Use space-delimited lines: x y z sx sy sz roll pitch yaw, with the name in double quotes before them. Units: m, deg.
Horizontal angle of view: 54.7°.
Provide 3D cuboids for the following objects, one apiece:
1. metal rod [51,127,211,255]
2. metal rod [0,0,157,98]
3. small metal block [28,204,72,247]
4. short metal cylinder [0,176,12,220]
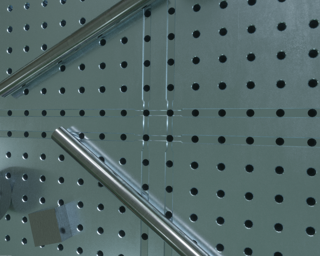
"metal rod" -0.040 0.097 0.426 0.300 0.025 0.025 38 102 16
"metal rod" -0.128 -0.125 0.457 0.300 0.025 0.025 -27 81 18
"small metal block" -0.167 0.148 0.472 0.050 0.025 0.050 -16 85 19
"short metal cylinder" -0.283 0.111 0.483 0.050 0.080 0.079 4 92 20
